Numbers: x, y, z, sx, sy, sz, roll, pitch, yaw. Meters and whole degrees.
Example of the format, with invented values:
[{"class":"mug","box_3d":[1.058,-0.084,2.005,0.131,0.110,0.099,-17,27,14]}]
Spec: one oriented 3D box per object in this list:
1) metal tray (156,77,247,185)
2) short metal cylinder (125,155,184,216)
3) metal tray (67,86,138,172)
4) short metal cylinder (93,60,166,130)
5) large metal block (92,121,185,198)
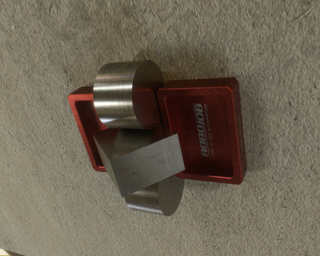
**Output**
[{"class":"metal tray","box_3d":[0.054,0.005,0.381,0.090,0.030,0.129,1,119,27]},{"class":"short metal cylinder","box_3d":[-0.006,0.076,0.423,0.050,0.080,0.080,2,119,27]},{"class":"metal tray","box_3d":[-0.070,0.005,0.446,0.090,0.030,0.129,1,119,27]},{"class":"short metal cylinder","box_3d":[-0.033,-0.038,0.366,0.050,0.080,0.080,2,119,27]},{"class":"large metal block","box_3d":[-0.028,0.029,0.378,0.080,0.081,0.050,39,146,58]}]
